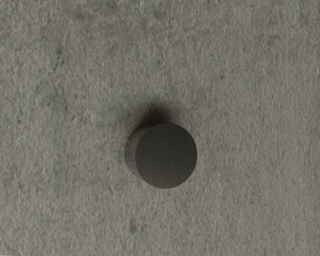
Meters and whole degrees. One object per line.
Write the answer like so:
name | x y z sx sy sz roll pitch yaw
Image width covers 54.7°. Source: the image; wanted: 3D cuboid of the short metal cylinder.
short metal cylinder | 0.000 0.034 0.397 0.081 0.050 0.079 0 90 -21
